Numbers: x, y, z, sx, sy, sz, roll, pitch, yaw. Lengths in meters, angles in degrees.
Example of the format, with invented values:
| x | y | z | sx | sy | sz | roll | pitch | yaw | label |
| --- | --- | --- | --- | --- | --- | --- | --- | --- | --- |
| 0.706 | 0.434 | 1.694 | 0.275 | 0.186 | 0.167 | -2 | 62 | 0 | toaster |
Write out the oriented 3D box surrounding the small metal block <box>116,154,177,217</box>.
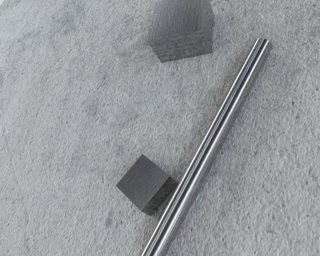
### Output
| x | y | z | sx | sy | sz | roll | pitch | yaw | label |
| --- | --- | --- | --- | --- | --- | --- | --- | --- | --- |
| -0.016 | 0.068 | 0.371 | 0.050 | 0.025 | 0.050 | 35 | 81 | 38 | small metal block |

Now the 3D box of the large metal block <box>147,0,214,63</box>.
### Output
| x | y | z | sx | sy | sz | roll | pitch | yaw | label |
| --- | --- | --- | --- | --- | --- | --- | --- | --- | --- |
| 0.033 | -0.151 | 0.463 | 0.080 | 0.050 | 0.080 | -6 | 59 | 25 | large metal block |

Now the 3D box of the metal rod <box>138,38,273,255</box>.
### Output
| x | y | z | sx | sy | sz | roll | pitch | yaw | label |
| --- | --- | --- | --- | --- | --- | --- | --- | --- | --- |
| 0.060 | 0.018 | 0.361 | 0.025 | 0.025 | 0.300 | 20 | 72 | 35 | metal rod |
